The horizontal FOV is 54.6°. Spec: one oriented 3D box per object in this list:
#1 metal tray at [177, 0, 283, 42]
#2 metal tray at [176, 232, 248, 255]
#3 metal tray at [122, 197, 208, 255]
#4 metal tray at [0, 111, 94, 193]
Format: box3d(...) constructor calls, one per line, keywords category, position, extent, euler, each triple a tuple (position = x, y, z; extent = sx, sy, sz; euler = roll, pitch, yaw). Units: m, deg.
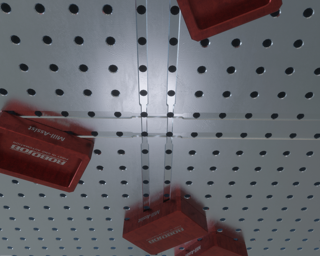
box3d(category="metal tray", position=(0.050, -0.154, 0.277), extent=(0.090, 0.030, 0.130), euler=(-18, 128, 15))
box3d(category="metal tray", position=(0.103, 0.267, 0.636), extent=(0.090, 0.030, 0.129), euler=(28, 125, -22))
box3d(category="metal tray", position=(0.009, 0.180, 0.562), extent=(0.130, 0.030, 0.090), euler=(-31, 124, 23))
box3d(category="metal tray", position=(-0.171, 0.038, 0.438), extent=(0.131, 0.030, 0.089), euler=(21, 127, -17))
